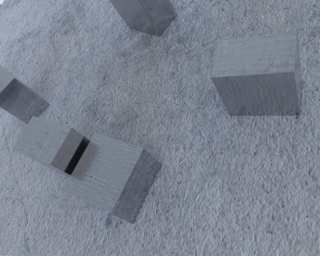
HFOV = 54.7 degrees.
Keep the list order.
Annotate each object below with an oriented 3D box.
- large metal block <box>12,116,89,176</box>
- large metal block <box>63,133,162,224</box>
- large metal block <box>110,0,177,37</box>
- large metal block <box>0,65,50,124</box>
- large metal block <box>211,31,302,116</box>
[{"bbox_3d":[-0.132,0.032,0.419,0.080,0.080,0.050,13,69,33],"label":"large metal block"},{"bbox_3d":[-0.057,0.060,0.381,0.080,0.050,0.080,14,69,34],"label":"large metal block"},{"bbox_3d":[-0.030,-0.204,0.509,0.080,0.080,0.050,29,78,37],"label":"large metal block"},{"bbox_3d":[-0.254,-0.058,0.538,0.080,0.080,0.050,33,81,38],"label":"large metal block"},{"bbox_3d":[0.111,-0.055,0.344,0.080,0.080,0.050,1,62,28],"label":"large metal block"}]
